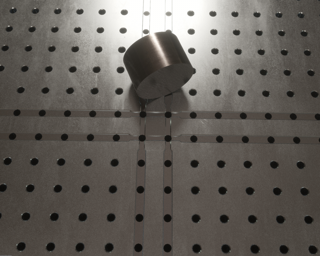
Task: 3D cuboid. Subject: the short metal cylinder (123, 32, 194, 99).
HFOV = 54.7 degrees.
[{"bbox_3d":[-0.002,-0.081,0.412,0.080,0.080,0.050,-21,72,-8],"label":"short metal cylinder"}]
